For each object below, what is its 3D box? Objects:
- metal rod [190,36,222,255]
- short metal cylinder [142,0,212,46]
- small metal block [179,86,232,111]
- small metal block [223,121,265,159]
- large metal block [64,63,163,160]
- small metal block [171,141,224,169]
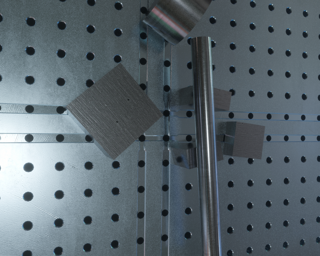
[{"bbox_3d":[0.058,0.040,0.382,0.025,0.025,0.298,-4,92,-20],"label":"metal rod"},{"bbox_3d":[0.021,-0.153,0.392,0.050,0.080,0.080,35,79,-17],"label":"short metal cylinder"},{"bbox_3d":[0.061,-0.040,0.423,0.050,0.050,0.025,10,87,-20],"label":"small metal block"},{"bbox_3d":[0.125,0.018,0.461,0.050,0.025,0.050,8,87,-20],"label":"small metal block"},{"bbox_3d":[-0.058,-0.020,0.379,0.080,0.050,0.080,-43,104,-15],"label":"large metal block"},{"bbox_3d":[0.049,0.034,0.419,0.050,0.050,0.025,-12,95,-20],"label":"small metal block"}]
